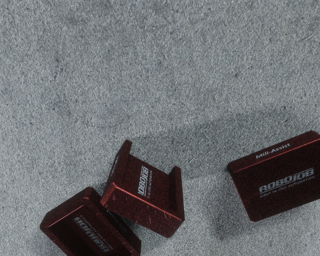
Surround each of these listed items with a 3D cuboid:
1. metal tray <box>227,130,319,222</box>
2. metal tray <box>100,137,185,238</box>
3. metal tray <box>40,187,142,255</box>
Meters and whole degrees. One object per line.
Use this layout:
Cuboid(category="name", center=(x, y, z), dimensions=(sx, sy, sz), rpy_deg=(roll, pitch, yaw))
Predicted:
Cuboid(category="metal tray", center=(0.172, 0.069, 0.434), dimensions=(0.130, 0.030, 0.090), rpy_deg=(-23, 109, 8))
Cuboid(category="metal tray", center=(-0.017, 0.068, 0.392), dimensions=(0.090, 0.130, 0.030), rpy_deg=(30, 109, -10))
Cuboid(category="metal tray", center=(-0.101, 0.161, 0.465), dimensions=(0.090, 0.030, 0.130), rpy_deg=(-33, 107, 11))
